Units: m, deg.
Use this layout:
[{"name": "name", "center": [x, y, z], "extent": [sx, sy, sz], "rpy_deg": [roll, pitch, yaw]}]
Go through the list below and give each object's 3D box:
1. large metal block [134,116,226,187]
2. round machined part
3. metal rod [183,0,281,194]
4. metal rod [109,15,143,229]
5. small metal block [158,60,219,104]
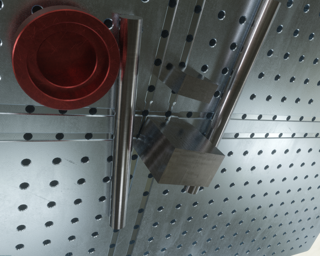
[{"name": "large metal block", "center": [0.024, 0.031, 0.410], "extent": [0.081, 0.080, 0.050], "rpy_deg": [11, 113, -34]}, {"name": "round machined part", "center": [-0.093, -0.070, 0.307], "extent": [0.099, 0.042, 0.097], "rpy_deg": [-14, 125, -21]}, {"name": "metal rod", "center": [0.095, -0.031, 0.446], "extent": [0.025, 0.025, 0.298], "rpy_deg": [5, 116, -31]}, {"name": "metal rod", "center": [-0.047, 0.014, 0.395], "extent": [0.025, 0.025, 0.298], "rpy_deg": [-7, 122, -25]}, {"name": "small metal block", "center": [0.034, -0.057, 0.380], "extent": [0.050, 0.050, 0.025], "rpy_deg": [12, 112, -34]}]
